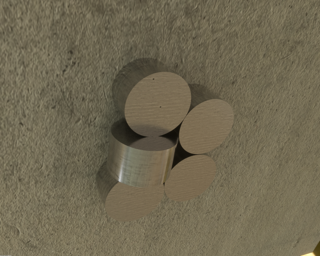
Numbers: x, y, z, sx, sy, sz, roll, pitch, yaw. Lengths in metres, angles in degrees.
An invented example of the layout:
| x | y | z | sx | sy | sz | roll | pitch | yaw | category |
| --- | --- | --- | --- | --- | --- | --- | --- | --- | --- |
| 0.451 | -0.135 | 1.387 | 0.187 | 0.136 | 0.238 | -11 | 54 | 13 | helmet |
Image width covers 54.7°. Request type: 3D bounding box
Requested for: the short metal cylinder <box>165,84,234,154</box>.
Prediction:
| x | y | z | sx | sy | sz | roll | pitch | yaw | category |
| --- | --- | --- | --- | --- | --- | --- | --- | --- | --- |
| 0.049 | -0.012 | 0.411 | 0.081 | 0.050 | 0.079 | -14 | 125 | -21 | short metal cylinder |

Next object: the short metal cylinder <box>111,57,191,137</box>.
| x | y | z | sx | sy | sz | roll | pitch | yaw | category |
| --- | --- | --- | --- | --- | --- | --- | --- | --- | --- |
| -0.011 | -0.036 | 0.363 | 0.081 | 0.050 | 0.079 | -13 | 124 | -20 | short metal cylinder |

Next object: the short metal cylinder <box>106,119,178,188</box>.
| x | y | z | sx | sy | sz | roll | pitch | yaw | category |
| --- | --- | --- | --- | --- | --- | --- | --- | --- | --- |
| -0.022 | 0.027 | 0.377 | 0.081 | 0.080 | 0.050 | -3 | 120 | -27 | short metal cylinder |

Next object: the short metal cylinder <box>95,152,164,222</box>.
| x | y | z | sx | sy | sz | roll | pitch | yaw | category |
| --- | --- | --- | --- | --- | --- | --- | --- | --- | --- |
| -0.041 | 0.078 | 0.418 | 0.081 | 0.050 | 0.079 | -13 | 124 | -20 | short metal cylinder |

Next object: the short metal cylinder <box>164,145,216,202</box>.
| x | y | z | sx | sy | sz | roll | pitch | yaw | category |
| --- | --- | --- | --- | --- | --- | --- | --- | --- | --- |
| 0.032 | 0.058 | 0.445 | 0.081 | 0.050 | 0.079 | -13 | 124 | -20 | short metal cylinder |
